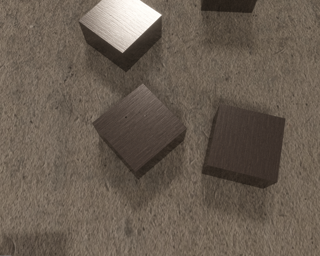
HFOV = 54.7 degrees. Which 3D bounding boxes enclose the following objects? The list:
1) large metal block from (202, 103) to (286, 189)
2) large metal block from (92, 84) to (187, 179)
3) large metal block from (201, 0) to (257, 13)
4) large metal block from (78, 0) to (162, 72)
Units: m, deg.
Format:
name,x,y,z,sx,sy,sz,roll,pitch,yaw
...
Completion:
name,x,y,z,sx,sy,sz,roll,pitch,yaw
large metal block,0.103,0.024,0.387,0.080,0.050,0.080,14,71,4
large metal block,-0.025,0.005,0.393,0.080,0.050,0.080,-40,75,-14
large metal block,0.107,-0.221,0.461,0.081,0.080,0.050,3,70,1
large metal block,-0.054,-0.142,0.446,0.080,0.050,0.080,38,74,12
